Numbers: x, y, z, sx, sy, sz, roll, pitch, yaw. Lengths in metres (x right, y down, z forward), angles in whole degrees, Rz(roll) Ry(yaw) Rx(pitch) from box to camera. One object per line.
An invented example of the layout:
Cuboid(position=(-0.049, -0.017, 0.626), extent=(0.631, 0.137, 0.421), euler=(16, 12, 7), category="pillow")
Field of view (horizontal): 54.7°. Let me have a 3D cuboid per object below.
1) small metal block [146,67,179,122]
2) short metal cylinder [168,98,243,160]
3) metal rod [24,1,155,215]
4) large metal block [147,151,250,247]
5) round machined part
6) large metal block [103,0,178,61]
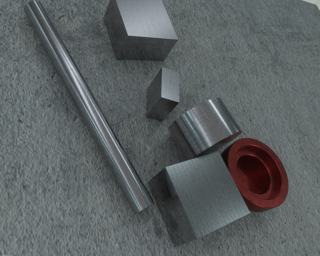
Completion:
Cuboid(position=(0.003, -0.045, 0.418), extent=(0.025, 0.050, 0.050), euler=(15, 56, -20), category="small metal block")
Cuboid(position=(0.058, 0.004, 0.399), extent=(0.081, 0.080, 0.050), euler=(-20, 73, -36), category="short metal cylinder")
Cuboid(position=(-0.092, -0.035, 0.376), extent=(0.025, 0.025, 0.299), euler=(-21, 73, -36), category="metal rod")
Cuboid(position=(0.044, 0.081, 0.364), extent=(0.081, 0.050, 0.080), euler=(-12, 68, -34), category="large metal block")
Cuboid(position=(0.121, 0.066, 0.420), extent=(0.099, 0.042, 0.098), euler=(14, 56, -21), category="round machined part")
Cuboid(position=(-0.030, -0.149, 0.464), extent=(0.081, 0.050, 0.080), euler=(-5, 65, -31), category="large metal block")
